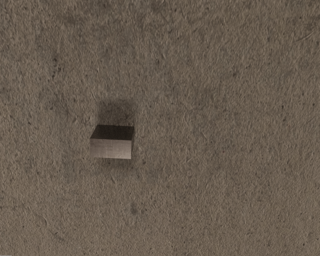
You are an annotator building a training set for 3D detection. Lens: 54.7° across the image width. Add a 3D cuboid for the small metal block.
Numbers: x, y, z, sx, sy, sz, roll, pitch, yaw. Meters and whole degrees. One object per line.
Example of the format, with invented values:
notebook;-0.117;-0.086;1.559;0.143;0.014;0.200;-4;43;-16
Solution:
small metal block;-0.060;0.017;0.402;0.050;0.050;0.025;3;110;-2
